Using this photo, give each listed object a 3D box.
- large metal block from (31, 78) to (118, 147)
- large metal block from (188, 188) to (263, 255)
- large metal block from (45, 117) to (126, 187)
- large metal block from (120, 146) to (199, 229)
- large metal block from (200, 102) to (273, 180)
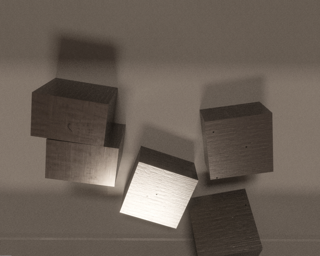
[{"bbox_3d":[-0.099,-0.022,0.373,0.081,0.080,0.050,9,110,-4],"label":"large metal block"},{"bbox_3d":[0.086,0.137,0.426,0.080,0.080,0.050,-11,146,3],"label":"large metal block"},{"bbox_3d":[-0.090,0.027,0.391,0.081,0.080,0.050,8,110,-4],"label":"large metal block"},{"bbox_3d":[-0.002,0.081,0.428,0.080,0.050,0.079,19,109,-7],"label":"large metal block"},{"bbox_3d":[0.099,0.015,0.405,0.080,0.050,0.079,-8,110,2],"label":"large metal block"}]
